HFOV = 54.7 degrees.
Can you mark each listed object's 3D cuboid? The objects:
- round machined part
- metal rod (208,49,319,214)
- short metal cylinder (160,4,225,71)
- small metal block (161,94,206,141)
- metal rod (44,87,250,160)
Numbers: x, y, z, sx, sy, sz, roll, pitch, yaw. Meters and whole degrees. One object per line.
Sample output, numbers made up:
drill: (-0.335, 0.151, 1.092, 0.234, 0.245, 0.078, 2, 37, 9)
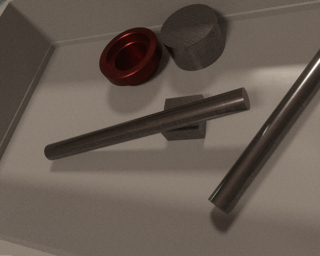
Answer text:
round machined part: (-0.041, -0.104, 0.478, 0.098, 0.042, 0.098, -13, 56, 20)
metal rod: (0.153, -0.033, 0.345, 0.025, 0.025, 0.300, 32, 79, 37)
short metal cylinder: (0.047, -0.129, 0.443, 0.080, 0.050, 0.080, -13, 56, 20)
small metal block: (0.032, -0.013, 0.396, 0.050, 0.025, 0.050, -5, 59, 25)
metal rod: (-0.037, 0.003, 0.396, 0.300, 0.025, 0.025, -15, 56, 29)
